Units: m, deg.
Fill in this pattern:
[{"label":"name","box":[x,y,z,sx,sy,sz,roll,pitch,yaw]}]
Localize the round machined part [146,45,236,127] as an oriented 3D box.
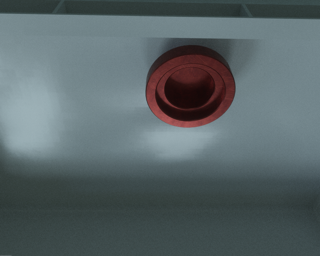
[{"label":"round machined part","box":[0.033,-0.051,0.355,0.099,0.042,0.097,-1,130,0]}]
